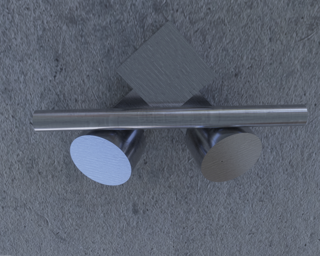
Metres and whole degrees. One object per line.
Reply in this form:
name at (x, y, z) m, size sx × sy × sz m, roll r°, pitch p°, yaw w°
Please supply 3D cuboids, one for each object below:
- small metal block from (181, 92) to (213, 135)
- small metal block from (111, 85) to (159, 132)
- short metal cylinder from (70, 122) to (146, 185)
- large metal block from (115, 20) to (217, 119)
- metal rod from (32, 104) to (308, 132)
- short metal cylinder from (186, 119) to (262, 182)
small metal block at (0.042, -0.021, 0.403) m, size 0.050 × 0.025 × 0.050 m, roll -41°, pitch 105°, yaw 13°
small metal block at (-0.030, -0.023, 0.402) m, size 0.050 × 0.025 × 0.050 m, roll -42°, pitch 105°, yaw 12°
short metal cylinder at (-0.064, 0.026, 0.391) m, size 0.080 × 0.050 × 0.079 m, roll 11°, pitch 129°, yaw 14°
large metal block at (0.007, -0.070, 0.370) m, size 0.080 × 0.050 × 0.080 m, roll -40°, pitch 106°, yaw 13°
metal rod at (0.011, -0.011, 0.352) m, size 0.302 × 0.025 × 0.025 m, roll -1°, pitch 110°, yaw 0°
short metal cylinder at (0.079, 0.022, 0.392) m, size 0.081 × 0.050 × 0.079 m, roll -12°, pitch 130°, yaw -14°
